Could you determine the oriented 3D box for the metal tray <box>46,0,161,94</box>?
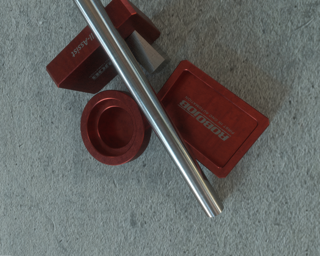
[{"bbox_3d":[-0.069,-0.100,0.398,0.130,0.090,0.030,-39,78,15],"label":"metal tray"}]

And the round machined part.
[{"bbox_3d":[-0.054,-0.001,0.415,0.098,0.042,0.097,2,94,25],"label":"round machined part"}]

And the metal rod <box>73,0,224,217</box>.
[{"bbox_3d":[-0.008,-0.021,0.355,0.025,0.025,0.299,-28,103,18],"label":"metal rod"}]

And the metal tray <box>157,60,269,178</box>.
[{"bbox_3d":[0.056,-0.012,0.387,0.130,0.030,0.090,39,102,15],"label":"metal tray"}]

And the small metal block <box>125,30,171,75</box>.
[{"bbox_3d":[-0.015,-0.096,0.396,0.050,0.050,0.025,45,107,-1],"label":"small metal block"}]
